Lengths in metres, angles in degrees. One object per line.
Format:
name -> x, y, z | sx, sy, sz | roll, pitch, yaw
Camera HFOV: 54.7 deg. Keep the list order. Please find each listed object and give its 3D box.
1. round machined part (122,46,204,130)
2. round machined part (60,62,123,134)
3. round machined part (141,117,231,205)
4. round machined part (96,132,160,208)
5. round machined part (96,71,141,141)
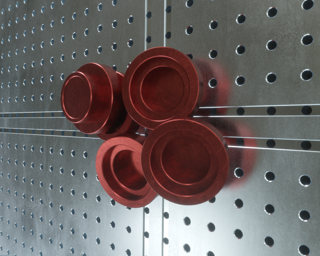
round machined part -> 0.006, -0.046, 0.379 | 0.098, 0.042, 0.097 | 1, 91, 23
round machined part -> -0.098, -0.040, 0.422 | 0.098, 0.042, 0.097 | 0, 90, 39
round machined part -> 0.031, 0.035, 0.355 | 0.098, 0.042, 0.097 | 3, 101, 18
round machined part -> -0.034, 0.052, 0.413 | 0.098, 0.042, 0.097 | 8, 108, 27
round machined part -> -0.057, -0.030, 0.442 | 0.098, 0.042, 0.097 | 0, 90, 39
